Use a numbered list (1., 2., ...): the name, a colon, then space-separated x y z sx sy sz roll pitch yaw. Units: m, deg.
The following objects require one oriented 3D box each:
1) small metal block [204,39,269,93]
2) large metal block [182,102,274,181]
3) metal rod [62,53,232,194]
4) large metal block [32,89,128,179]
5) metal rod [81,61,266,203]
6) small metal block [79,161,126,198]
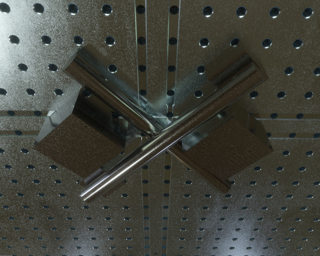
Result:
1. small metal block: 0.088 -0.064 0.358 0.050 0.025 0.050 -37 122 27
2. large metal block: 0.086 0.014 0.408 0.080 0.050 0.080 35 122 -26
3. metal rod: 0.001 0.010 0.418 0.025 0.025 0.301 -35 122 26
4. large metal block: -0.101 0.010 0.403 0.080 0.050 0.080 -36 122 26
5. metal rod: -0.002 0.020 0.395 0.299 0.025 0.025 -37 121 27
6. small metal block: -0.087 0.075 0.475 0.050 0.025 0.050 37 121 -27
